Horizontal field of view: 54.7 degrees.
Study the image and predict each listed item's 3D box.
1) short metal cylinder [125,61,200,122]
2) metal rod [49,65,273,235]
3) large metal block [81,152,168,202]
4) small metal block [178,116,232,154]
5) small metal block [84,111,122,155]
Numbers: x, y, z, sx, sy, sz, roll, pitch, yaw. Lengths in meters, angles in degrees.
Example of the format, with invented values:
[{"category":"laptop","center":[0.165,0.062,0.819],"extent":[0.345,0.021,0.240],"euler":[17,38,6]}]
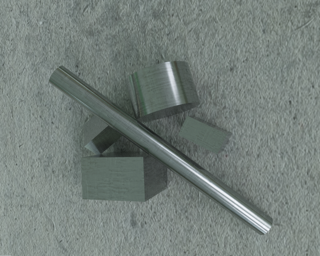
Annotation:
[{"category":"short metal cylinder","center":[0.003,-0.042,0.378],"extent":[0.080,0.080,0.050],"euler":[-17,84,19]},{"category":"metal rod","center":[0.003,0.027,0.359],"extent":[0.301,0.025,0.025],"euler":[36,102,-3]},{"category":"large metal block","center":[-0.042,0.058,0.393],"extent":[0.080,0.080,0.050],"euler":[-2,90,19]},{"category":"small metal block","center":[0.056,0.007,0.375],"extent":[0.050,0.050,0.025],"euler":[27,99,17]},{"category":"small metal block","center":[-0.076,0.001,0.420],"extent":[0.050,0.025,0.050],"euler":[-40,35,15]}]
